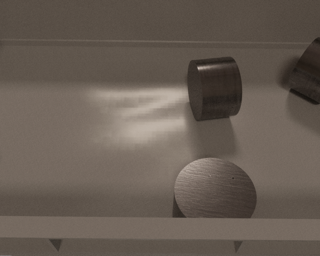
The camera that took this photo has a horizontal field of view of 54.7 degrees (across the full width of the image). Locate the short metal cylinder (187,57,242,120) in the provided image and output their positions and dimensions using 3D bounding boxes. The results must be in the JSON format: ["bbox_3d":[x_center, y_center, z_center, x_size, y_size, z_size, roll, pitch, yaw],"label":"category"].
[{"bbox_3d":[0.071,-0.053,0.415,0.050,0.080,0.080,-7,51,-6],"label":"short metal cylinder"}]

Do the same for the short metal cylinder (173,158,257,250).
[{"bbox_3d":[0.054,0.078,0.324,0.081,0.050,0.080,0,50,0],"label":"short metal cylinder"}]

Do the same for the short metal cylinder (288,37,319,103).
[{"bbox_3d":[0.228,-0.082,0.441,0.050,0.080,0.080,36,59,26],"label":"short metal cylinder"}]
